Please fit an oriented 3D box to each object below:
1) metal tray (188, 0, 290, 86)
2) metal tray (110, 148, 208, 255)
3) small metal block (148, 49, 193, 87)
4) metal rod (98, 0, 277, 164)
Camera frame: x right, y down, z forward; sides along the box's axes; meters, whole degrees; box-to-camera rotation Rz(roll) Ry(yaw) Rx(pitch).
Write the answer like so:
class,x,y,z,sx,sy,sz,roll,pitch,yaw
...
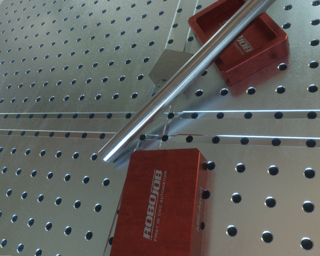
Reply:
class,x,y,z,sx,sy,sz,roll,pitch,yaw
metal tray,0.104,-0.129,0.428,0.090,0.030,0.130,-29,52,9
metal tray,0.001,0.089,0.349,0.090,0.030,0.130,-4,60,25
small metal block,0.020,-0.084,0.448,0.050,0.025,0.050,20,72,35
metal rod,0.031,-0.064,0.400,0.300,0.025,0.025,-44,51,9
